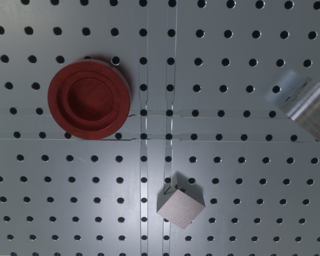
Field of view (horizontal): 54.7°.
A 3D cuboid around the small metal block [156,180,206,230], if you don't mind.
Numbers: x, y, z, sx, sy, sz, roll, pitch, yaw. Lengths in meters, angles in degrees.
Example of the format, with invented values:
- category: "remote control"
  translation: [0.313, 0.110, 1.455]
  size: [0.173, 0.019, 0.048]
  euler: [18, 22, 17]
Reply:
- category: "small metal block"
  translation: [0.030, 0.113, 0.455]
  size: [0.050, 0.025, 0.050]
  euler: [35, 106, -12]

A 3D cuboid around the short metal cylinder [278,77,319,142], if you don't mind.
- category: "short metal cylinder"
  translation: [0.194, -0.018, 0.379]
  size: [0.080, 0.080, 0.050]
  euler: [36, 106, -12]

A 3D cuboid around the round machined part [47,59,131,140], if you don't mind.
- category: "round machined part"
  translation: [-0.085, -0.038, 0.389]
  size: [0.099, 0.042, 0.097]
  euler: [0, 110, 0]
